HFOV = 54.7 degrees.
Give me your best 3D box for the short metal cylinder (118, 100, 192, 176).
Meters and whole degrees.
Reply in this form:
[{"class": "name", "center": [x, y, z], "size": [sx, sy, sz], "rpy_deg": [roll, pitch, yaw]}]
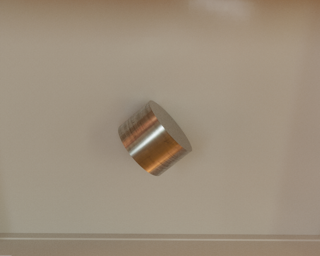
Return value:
[{"class": "short metal cylinder", "center": [-0.005, 0.012, 0.384], "size": [0.050, 0.080, 0.080], "rpy_deg": [-40, 106, 13]}]
